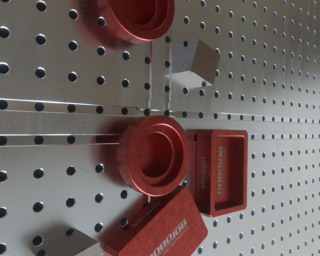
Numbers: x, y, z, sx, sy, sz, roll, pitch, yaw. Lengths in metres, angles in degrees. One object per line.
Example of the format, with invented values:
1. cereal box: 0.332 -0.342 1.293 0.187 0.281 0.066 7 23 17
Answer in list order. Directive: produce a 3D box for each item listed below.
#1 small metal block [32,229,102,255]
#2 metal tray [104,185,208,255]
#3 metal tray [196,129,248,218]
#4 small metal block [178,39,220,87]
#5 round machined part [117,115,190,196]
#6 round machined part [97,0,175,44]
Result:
1. small metal block: -0.093 0.132 0.315 0.050 0.050 0.025 -20 103 -38
2. metal tray: 0.001 0.147 0.407 0.131 0.030 0.090 -38 113 -33
3. metal tray: 0.099 0.067 0.488 0.091 0.030 0.129 2 89 -40
4. small metal block: 0.059 -0.095 0.458 0.050 0.025 0.050 25 75 -37
5. round machined part: -0.012 0.033 0.388 0.099 0.042 0.097 0 90 -40
6. round machined part: -0.032 -0.150 0.370 0.099 0.042 0.097 0 90 -40
